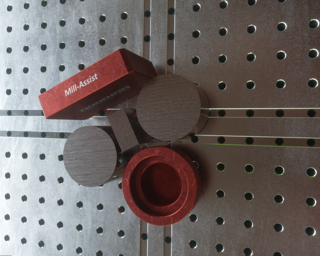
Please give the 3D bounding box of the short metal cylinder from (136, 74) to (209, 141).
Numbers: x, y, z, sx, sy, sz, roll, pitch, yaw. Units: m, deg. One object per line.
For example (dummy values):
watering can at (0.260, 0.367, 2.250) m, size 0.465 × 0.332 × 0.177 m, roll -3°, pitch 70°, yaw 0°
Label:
short metal cylinder at (0.017, -0.024, 0.389) m, size 0.080 × 0.050 × 0.079 m, roll 0°, pitch 90°, yaw 20°

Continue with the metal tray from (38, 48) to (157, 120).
metal tray at (-0.076, -0.050, 0.400) m, size 0.130 × 0.090 × 0.030 m, roll -25°, pitch 82°, yaw 19°

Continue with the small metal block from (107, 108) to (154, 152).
small metal block at (-0.038, 0.002, 0.408) m, size 0.025 × 0.050 × 0.050 m, roll -27°, pitch 81°, yaw 18°

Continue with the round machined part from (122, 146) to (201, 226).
round machined part at (0.005, 0.071, 0.397) m, size 0.098 × 0.042 × 0.097 m, roll 0°, pitch 90°, yaw 19°

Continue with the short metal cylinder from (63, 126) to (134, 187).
short metal cylinder at (-0.083, 0.037, 0.424) m, size 0.080 × 0.050 × 0.079 m, roll 0°, pitch 90°, yaw 20°
